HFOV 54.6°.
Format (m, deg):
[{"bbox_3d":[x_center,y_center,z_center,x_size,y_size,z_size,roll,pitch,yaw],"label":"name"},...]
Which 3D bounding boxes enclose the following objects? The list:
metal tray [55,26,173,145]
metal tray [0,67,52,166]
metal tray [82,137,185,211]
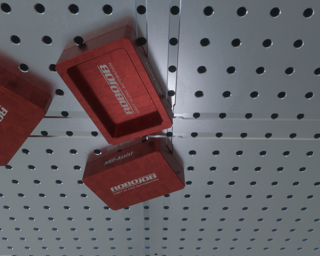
[{"bbox_3d":[-0.048,-0.043,0.370,0.090,0.030,0.130,-18,128,14],"label":"metal tray"},{"bbox_3d":[-0.211,-0.013,0.395,0.090,0.030,0.130,33,123,-25],"label":"metal tray"},{"bbox_3d":[-0.039,0.074,0.470,0.130,0.030,0.090,-22,127,17],"label":"metal tray"}]
